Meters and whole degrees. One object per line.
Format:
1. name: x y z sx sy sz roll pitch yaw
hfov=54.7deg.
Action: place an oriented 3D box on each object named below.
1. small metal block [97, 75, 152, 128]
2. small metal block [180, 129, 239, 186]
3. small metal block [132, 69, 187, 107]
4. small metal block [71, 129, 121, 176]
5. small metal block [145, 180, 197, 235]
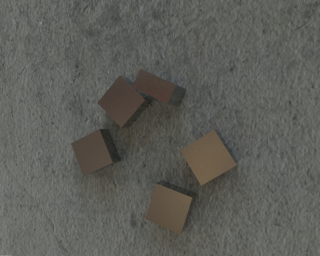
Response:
1. small metal block: -0.048 -0.036 0.425 0.050 0.025 0.050 45 103 14
2. small metal block: 0.062 0.036 0.387 0.050 0.025 0.050 -34 79 16
3. small metal block: 0.001 -0.050 0.395 0.050 0.050 0.025 27 99 17
4. small metal block: -0.091 0.034 0.440 0.050 0.025 0.050 -26 82 18
5. small metal block: 0.014 0.102 0.403 0.050 0.025 0.050 18 96 18
